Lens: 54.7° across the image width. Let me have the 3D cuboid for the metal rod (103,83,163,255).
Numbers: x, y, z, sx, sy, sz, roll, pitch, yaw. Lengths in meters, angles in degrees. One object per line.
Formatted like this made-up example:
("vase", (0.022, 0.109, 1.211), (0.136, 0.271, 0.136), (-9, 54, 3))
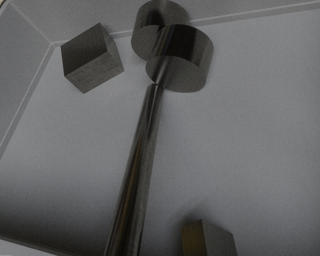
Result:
("metal rod", (-0.018, 0.027, 0.316), (0.025, 0.025, 0.300), (-20, 28, 16))

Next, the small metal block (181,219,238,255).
("small metal block", (0.047, 0.118, 0.283), (0.025, 0.050, 0.050), (-35, 39, 28))

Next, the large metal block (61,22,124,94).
("large metal block", (-0.115, -0.117, 0.519), (0.080, 0.050, 0.080), (-27, 53, 10))

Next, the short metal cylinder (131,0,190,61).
("short metal cylinder", (0.002, -0.138, 0.453), (0.080, 0.080, 0.050), (-6, 59, 25))

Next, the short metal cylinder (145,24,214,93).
("short metal cylinder", (0.027, -0.090, 0.410), (0.080, 0.080, 0.050), (3, 63, 29))
